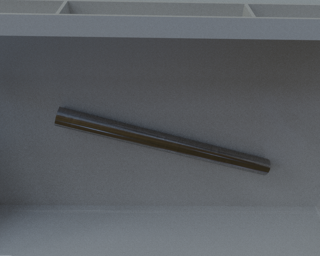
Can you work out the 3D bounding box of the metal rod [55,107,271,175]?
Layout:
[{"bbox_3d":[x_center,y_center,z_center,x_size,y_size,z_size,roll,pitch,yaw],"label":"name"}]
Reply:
[{"bbox_3d":[0.013,0.021,0.425,0.302,0.025,0.025,14,129,-12],"label":"metal rod"}]
